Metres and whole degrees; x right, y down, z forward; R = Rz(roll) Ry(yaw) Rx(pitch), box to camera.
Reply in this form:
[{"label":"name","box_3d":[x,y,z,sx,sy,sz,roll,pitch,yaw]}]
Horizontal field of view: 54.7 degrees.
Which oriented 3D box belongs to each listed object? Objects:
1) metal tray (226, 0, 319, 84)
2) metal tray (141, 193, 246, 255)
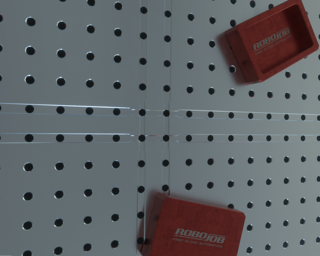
[{"label":"metal tray","box_3d":[0.175,-0.135,0.476,0.131,0.030,0.090,-30,100,-18]},{"label":"metal tray","box_3d":[0.049,0.148,0.430,0.131,0.030,0.090,16,85,-20]}]
